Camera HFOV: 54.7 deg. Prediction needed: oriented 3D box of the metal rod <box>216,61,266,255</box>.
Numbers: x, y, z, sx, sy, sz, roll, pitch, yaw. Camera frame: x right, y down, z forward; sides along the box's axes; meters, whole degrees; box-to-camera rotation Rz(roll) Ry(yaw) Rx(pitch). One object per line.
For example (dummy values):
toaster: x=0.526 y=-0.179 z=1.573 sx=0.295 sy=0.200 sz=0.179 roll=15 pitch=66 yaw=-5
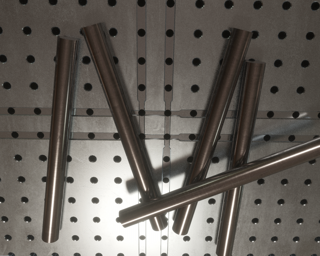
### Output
metal rod: x=0.110 y=0.057 z=0.436 sx=0.025 sy=0.025 sz=0.298 roll=3 pitch=110 yaw=-2

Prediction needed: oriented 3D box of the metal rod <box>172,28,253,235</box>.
metal rod: x=0.065 y=0.019 z=0.421 sx=0.025 sy=0.025 sz=0.298 roll=12 pitch=110 yaw=-5

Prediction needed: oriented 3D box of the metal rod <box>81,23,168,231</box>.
metal rod: x=-0.041 y=0.013 z=0.417 sx=0.025 sy=0.025 sz=0.298 roll=-15 pitch=110 yaw=5

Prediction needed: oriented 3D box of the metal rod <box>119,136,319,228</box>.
metal rod: x=0.087 y=0.071 z=0.413 sx=0.301 sy=0.025 sz=0.025 roll=-22 pitch=109 yaw=7

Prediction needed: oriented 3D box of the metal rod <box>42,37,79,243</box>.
metal rod: x=-0.138 y=0.029 z=0.422 sx=0.025 sy=0.025 sz=0.298 roll=10 pitch=110 yaw=-4
